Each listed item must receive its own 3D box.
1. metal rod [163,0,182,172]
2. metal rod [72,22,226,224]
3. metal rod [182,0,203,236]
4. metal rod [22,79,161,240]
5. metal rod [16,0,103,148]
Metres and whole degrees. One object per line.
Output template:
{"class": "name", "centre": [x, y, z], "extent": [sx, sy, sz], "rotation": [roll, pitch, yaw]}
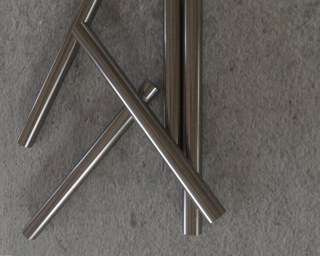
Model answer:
{"class": "metal rod", "centre": [0.016, -0.093, 0.402], "extent": [0.025, 0.025, 0.298], "rotation": [0, 90, 19]}
{"class": "metal rod", "centre": [-0.020, -0.015, 0.387], "extent": [0.025, 0.025, 0.299], "rotation": [-40, 78, 15]}
{"class": "metal rod", "centre": [0.041, -0.017, 0.393], "extent": [0.025, 0.025, 0.298], "rotation": [0, 90, 19]}
{"class": "metal rod", "centre": [-0.105, 0.052, 0.444], "extent": [0.025, 0.025, 0.299], "rotation": [44, 103, 14]}
{"class": "metal rod", "centre": [-0.139, -0.105, 0.456], "extent": [0.025, 0.025, 0.299], "rotation": [32, 100, 17]}
